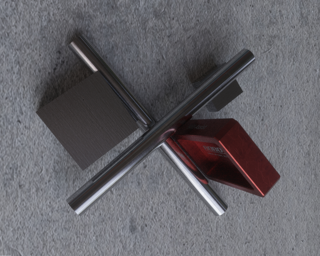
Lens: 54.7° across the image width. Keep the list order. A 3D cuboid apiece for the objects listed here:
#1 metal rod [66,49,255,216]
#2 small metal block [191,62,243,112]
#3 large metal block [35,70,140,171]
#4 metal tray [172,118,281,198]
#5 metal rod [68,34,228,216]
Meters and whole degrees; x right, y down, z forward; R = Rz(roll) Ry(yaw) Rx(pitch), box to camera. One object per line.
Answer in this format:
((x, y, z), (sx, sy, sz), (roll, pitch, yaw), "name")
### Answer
((0.012, -0.005, 0.389), (0.301, 0.025, 0.025), (-41, 103, -16), "metal rod")
((0.082, -0.058, 0.442), (0.050, 0.025, 0.050), (-37, 102, -16), "small metal block")
((-0.085, -0.009, 0.365), (0.080, 0.050, 0.080), (-39, 103, -16), "large metal block")
((0.073, 0.032, 0.382), (0.030, 0.130, 0.090), (-44, 104, -14), "metal tray")
((-0.007, 0.006, 0.409), (0.025, 0.025, 0.300), (-44, 104, -15), "metal rod")
